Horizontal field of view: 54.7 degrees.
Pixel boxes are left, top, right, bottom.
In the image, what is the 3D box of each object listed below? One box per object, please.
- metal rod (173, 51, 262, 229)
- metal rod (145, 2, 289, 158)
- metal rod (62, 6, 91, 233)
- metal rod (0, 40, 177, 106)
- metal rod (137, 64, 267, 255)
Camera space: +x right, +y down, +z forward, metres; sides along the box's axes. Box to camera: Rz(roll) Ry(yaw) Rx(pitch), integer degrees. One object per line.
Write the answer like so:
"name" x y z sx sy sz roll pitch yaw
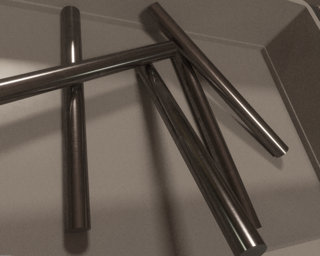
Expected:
"metal rod" 0.071 -0.002 0.447 0.025 0.025 0.299 -5 64 -31
"metal rod" 0.090 -0.070 0.474 0.300 0.025 0.025 47 51 -6
"metal rod" -0.103 -0.031 0.370 0.025 0.025 0.299 5 60 -26
"metal rod" -0.094 -0.065 0.361 0.302 0.025 0.025 -25 75 -37
"metal rod" 0.024 0.003 0.342 0.025 0.025 0.300 5 36 -26
